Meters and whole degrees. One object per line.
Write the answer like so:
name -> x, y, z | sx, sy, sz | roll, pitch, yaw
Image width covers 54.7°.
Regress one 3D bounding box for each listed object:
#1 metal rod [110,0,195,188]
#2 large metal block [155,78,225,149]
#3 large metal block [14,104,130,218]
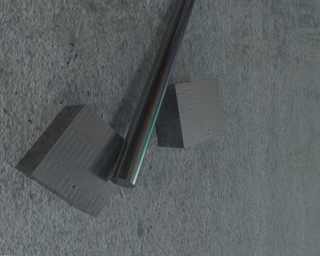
metal rod -> 0.004, -0.073, 0.369 | 0.025, 0.025, 0.300 | 39, 55, -33
large metal block -> 0.038, -0.022, 0.420 | 0.081, 0.050, 0.079 | -15, 100, -39
large metal block -> -0.082, 0.033, 0.319 | 0.080, 0.050, 0.080 | 46, 62, -30
